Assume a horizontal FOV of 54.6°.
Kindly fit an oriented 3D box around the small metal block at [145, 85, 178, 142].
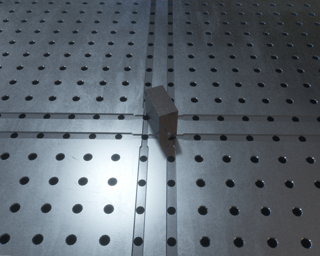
[{"bbox_3d":[0.001,-0.019,0.408,0.025,0.050,0.050,-18,53,-14],"label":"small metal block"}]
